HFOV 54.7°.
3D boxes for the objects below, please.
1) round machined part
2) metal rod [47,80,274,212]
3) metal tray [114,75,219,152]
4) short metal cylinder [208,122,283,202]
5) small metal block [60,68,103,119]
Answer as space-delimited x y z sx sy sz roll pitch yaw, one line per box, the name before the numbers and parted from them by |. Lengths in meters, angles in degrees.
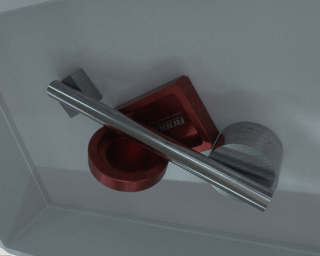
round machined part | -0.040 0.039 0.386 0.098 0.098 0.042 25 135 12
metal rod | -0.015 0.011 0.367 0.301 0.025 0.025 27 128 19
metal tray | -0.002 -0.002 0.401 0.130 0.030 0.090 -21 108 35
short metal cylinder | 0.099 0.040 0.362 0.080 0.050 0.079 13 124 20
small metal block | -0.119 -0.048 0.437 0.050 0.025 0.050 -24 106 36
